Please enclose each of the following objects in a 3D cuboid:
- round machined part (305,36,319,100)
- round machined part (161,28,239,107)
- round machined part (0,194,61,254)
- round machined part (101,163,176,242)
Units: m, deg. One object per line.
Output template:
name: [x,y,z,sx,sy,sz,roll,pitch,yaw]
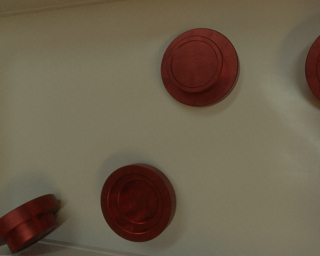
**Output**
round machined part: [0.207,-0.063,0.321,0.098,0.042,0.097,1,92,32]
round machined part: [0.047,-0.076,0.385,0.098,0.042,0.097,0,90,20]
round machined part: [-0.184,0.139,0.437,0.098,0.098,0.042,-39,78,16]
round machined part: [-0.025,0.095,0.410,0.098,0.042,0.097,0,90,20]
